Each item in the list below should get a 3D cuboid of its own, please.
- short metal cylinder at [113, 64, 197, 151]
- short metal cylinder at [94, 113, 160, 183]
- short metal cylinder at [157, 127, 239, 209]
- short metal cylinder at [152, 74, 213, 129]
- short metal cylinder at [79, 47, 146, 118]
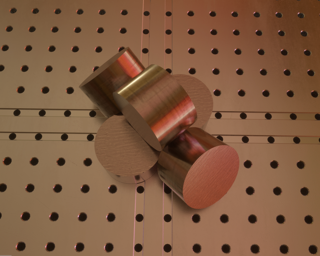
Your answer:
[{"bbox_3d":[-0.006,-0.021,0.336,0.050,0.080,0.080,-40,75,-13],"label":"short metal cylinder"},{"bbox_3d":[-0.037,0.026,0.388,0.081,0.050,0.080,0,70,0],"label":"short metal cylinder"},{"bbox_3d":[0.044,0.045,0.359,0.080,0.080,0.050,-39,39,-13],"label":"short metal cylinder"},{"bbox_3d":[0.026,-0.023,0.406,0.081,0.050,0.080,0,70,0],"label":"short metal cylinder"},{"bbox_3d":[-0.055,-0.058,0.396,0.080,0.080,0.050,-44,110,-15],"label":"short metal cylinder"}]
